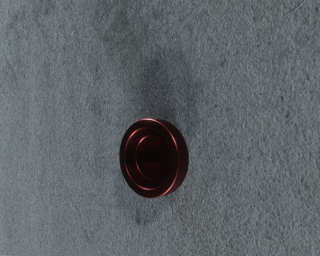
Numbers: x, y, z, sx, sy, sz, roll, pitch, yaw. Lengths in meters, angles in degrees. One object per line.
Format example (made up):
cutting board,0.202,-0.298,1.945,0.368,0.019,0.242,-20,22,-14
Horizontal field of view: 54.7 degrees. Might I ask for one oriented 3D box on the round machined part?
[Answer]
round machined part,-0.003,0.037,0.396,0.098,0.042,0.097,0,90,39
